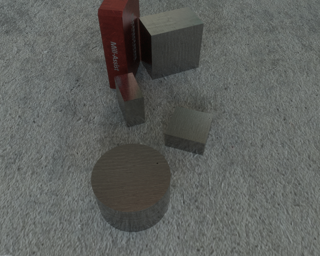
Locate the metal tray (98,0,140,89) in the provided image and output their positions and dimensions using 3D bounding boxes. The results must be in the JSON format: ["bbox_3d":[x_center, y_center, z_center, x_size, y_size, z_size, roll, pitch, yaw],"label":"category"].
[{"bbox_3d":[-0.052,-0.129,0.443,0.030,0.129,0.090,7,51,6],"label":"metal tray"}]

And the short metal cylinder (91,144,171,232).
[{"bbox_3d":[-0.029,0.064,0.333,0.081,0.050,0.080,0,50,0],"label":"short metal cylinder"}]

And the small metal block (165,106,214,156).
[{"bbox_3d":[0.038,0.003,0.401,0.050,0.025,0.050,14,51,11],"label":"small metal block"}]

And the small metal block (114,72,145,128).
[{"bbox_3d":[-0.041,-0.038,0.418,0.025,0.050,0.050,-15,52,-12],"label":"small metal block"}]

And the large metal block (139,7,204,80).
[{"bbox_3d":[0.016,-0.130,0.476,0.081,0.080,0.050,-18,53,-14],"label":"large metal block"}]
